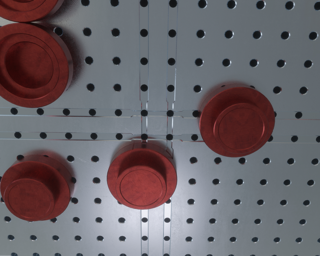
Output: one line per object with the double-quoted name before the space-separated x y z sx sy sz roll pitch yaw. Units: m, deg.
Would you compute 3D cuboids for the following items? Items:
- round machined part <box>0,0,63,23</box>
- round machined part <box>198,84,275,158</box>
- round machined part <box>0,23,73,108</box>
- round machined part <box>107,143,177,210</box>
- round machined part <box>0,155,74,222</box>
"round machined part" -0.150 -0.168 0.341 0.099 0.042 0.097 0 111 0
"round machined part" 0.101 -0.005 0.403 0.099 0.042 0.097 0 110 0
"round machined part" -0.154 -0.077 0.374 0.099 0.042 0.097 0 112 0
"round machined part" -0.025 0.073 0.431 0.099 0.042 0.097 0 110 0
"round machined part" -0.176 0.091 0.437 0.099 0.042 0.097 0 110 0
